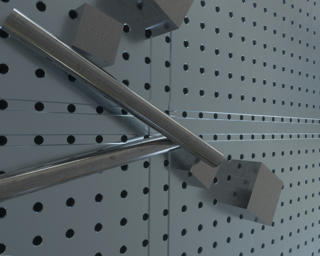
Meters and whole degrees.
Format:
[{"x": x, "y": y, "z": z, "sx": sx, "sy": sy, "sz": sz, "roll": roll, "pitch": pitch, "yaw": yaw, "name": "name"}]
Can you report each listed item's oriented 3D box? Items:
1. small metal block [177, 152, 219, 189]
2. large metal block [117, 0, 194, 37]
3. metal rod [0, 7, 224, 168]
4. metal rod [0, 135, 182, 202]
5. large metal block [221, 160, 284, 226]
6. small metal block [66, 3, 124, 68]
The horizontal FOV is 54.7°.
[{"x": 0.060, "y": 0.055, "z": 0.459, "sx": 0.050, "sy": 0.025, "sz": 0.050, "roll": 45, "pitch": 63, "yaw": -31, "name": "small metal block"}, {"x": -0.002, "y": -0.177, "z": 0.390, "sx": 0.080, "sy": 0.050, "sz": 0.080, "roll": 39, "pitch": 66, "yaw": -33, "name": "large metal block"}, {"x": -0.032, "y": -0.029, "z": 0.361, "sx": 0.301, "sy": 0.025, "sz": 0.025, "roll": 34, "pitch": 69, "yaw": -28, "name": "metal rod"}, {"x": -0.087, "y": 0.042, "z": 0.335, "sx": 0.302, "sy": 0.025, "sz": 0.025, "roll": -13, "pitch": 98, "yaw": -39, "name": "metal rod"}, {"x": 0.158, "y": 0.109, "z": 0.525, "sx": 0.080, "sy": 0.050, "sz": 0.080, "roll": 38, "pitch": 67, "yaw": -34, "name": "large metal block"}, {"x": -0.073, "y": -0.102, "z": 0.347, "sx": 0.050, "sy": 0.025, "sz": 0.050, "roll": 20, "pitch": 77, "yaw": -38, "name": "small metal block"}]
